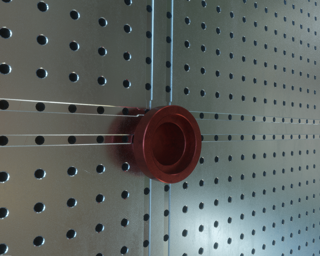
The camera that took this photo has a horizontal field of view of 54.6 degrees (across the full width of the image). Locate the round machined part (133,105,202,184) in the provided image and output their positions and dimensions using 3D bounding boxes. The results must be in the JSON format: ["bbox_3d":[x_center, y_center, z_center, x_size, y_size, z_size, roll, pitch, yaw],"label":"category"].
[{"bbox_3d":[0.005,0.020,0.401,0.099,0.042,0.097,0,90,-40],"label":"round machined part"}]
